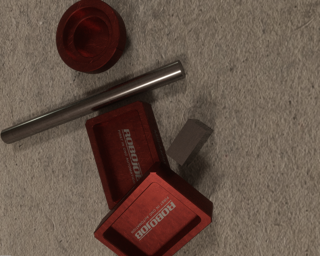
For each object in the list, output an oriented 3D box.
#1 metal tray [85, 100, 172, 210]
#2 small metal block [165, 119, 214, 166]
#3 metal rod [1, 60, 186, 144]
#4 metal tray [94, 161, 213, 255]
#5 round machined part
[{"bbox_3d":[-0.040,0.038,0.419,0.090,0.030,0.129,-19,84,18],"label":"metal tray"},{"bbox_3d":[0.038,0.016,0.382,0.025,0.050,0.050,37,102,16],"label":"small metal block"},{"bbox_3d":[-0.107,-0.031,0.445,0.301,0.025,0.025,-18,84,18],"label":"metal rod"},{"bbox_3d":[-0.009,0.115,0.383,0.090,0.030,0.129,40,113,-4],"label":"metal tray"},{"bbox_3d":[-0.090,-0.123,0.431,0.098,0.042,0.097,0,90,19],"label":"round machined part"}]
